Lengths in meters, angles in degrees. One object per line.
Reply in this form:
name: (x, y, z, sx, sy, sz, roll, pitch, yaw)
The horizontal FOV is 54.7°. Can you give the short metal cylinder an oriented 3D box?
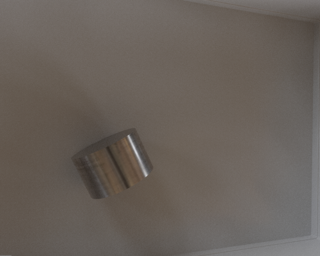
short metal cylinder: (-0.055, 0.040, 0.362, 0.081, 0.080, 0.050, -27, 99, -18)
